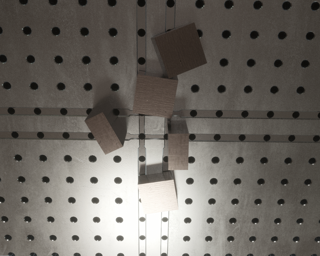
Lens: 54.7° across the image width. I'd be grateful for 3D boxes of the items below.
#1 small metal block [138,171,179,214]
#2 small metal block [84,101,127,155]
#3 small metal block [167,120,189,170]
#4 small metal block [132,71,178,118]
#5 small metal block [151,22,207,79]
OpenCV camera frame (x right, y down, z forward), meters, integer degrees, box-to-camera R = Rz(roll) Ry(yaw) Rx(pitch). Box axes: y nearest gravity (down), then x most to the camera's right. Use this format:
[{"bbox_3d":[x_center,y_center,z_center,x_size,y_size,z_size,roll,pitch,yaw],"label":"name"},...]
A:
[{"bbox_3d":[-0.002,0.093,0.448,0.050,0.025,0.050,-9,110,2],"label":"small metal block"},{"bbox_3d":[-0.068,-0.001,0.399,0.025,0.050,0.050,-25,109,9],"label":"small metal block"},{"bbox_3d":[0.023,0.022,0.408,0.025,0.050,0.050,-1,110,0],"label":"small metal block"},{"bbox_3d":[-0.006,-0.043,0.397,0.050,0.025,0.050,8,110,-4],"label":"small metal block"},{"bbox_3d":[0.023,-0.094,0.374,0.050,0.025,0.050,-23,109,-5],"label":"small metal block"}]
